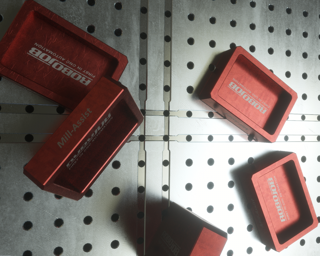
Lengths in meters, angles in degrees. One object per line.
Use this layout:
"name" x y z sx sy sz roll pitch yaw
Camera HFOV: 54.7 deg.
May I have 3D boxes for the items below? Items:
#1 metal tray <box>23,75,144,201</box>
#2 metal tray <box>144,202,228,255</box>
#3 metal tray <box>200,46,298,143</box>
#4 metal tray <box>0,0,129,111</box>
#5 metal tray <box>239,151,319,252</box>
"metal tray" -0.077 0.015 0.348 0.030 0.090 0.130 34 78 20
"metal tray" 0.023 0.144 0.365 0.030 0.130 0.090 30 80 -9
"metal tray" 0.135 -0.047 0.461 0.130 0.030 0.090 34 79 -17
"metal tray" -0.115 -0.075 0.367 0.131 0.030 0.090 29 80 -18
"metal tray" 0.186 0.111 0.480 0.091 0.030 0.129 -24 98 -19
